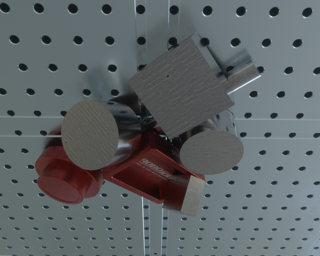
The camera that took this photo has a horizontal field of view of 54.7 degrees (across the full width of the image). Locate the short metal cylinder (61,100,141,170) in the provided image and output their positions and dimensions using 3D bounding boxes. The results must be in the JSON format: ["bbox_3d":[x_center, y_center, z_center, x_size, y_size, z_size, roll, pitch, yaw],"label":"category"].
[{"bbox_3d":[-0.070,0.007,0.373,0.080,0.050,0.079,2,94,25],"label":"short metal cylinder"}]

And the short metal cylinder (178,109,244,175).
[{"bbox_3d":[0.065,0.017,0.409,0.081,0.050,0.079,0,130,0],"label":"short metal cylinder"}]

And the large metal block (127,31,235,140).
[{"bbox_3d":[0.025,-0.046,0.341,0.080,0.050,0.080,-30,105,23],"label":"large metal block"}]

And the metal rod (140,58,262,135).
[{"bbox_3d":[-0.009,-0.001,0.413,0.300,0.025,0.025,-30,124,23],"label":"metal rod"}]

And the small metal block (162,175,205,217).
[{"bbox_3d":[0.033,0.094,0.437,0.025,0.050,0.050,27,160,-23],"label":"small metal block"}]

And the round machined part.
[{"bbox_3d":[-0.134,0.074,0.445,0.098,0.042,0.097,11,137,11],"label":"round machined part"}]

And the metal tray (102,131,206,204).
[{"bbox_3d":[-0.006,0.062,0.442,0.090,0.030,0.130,-30,137,23],"label":"metal tray"}]
